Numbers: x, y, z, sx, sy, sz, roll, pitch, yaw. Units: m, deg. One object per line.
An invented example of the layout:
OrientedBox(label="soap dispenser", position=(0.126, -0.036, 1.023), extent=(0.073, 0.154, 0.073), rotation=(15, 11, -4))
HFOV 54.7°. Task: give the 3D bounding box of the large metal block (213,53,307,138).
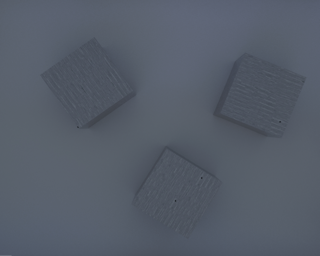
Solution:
OrientedBox(label="large metal block", position=(0.125, -0.040, 0.400), extent=(0.080, 0.050, 0.080), rotation=(22, 90, 0))

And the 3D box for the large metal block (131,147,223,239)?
OrientedBox(label="large metal block", position=(0.021, 0.079, 0.399), extent=(0.080, 0.050, 0.080), rotation=(32, 90, 0))

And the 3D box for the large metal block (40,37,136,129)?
OrientedBox(label="large metal block", position=(-0.088, -0.055, 0.398), extent=(0.080, 0.050, 0.080), rotation=(-35, 90, 0))
